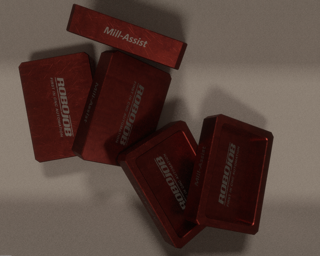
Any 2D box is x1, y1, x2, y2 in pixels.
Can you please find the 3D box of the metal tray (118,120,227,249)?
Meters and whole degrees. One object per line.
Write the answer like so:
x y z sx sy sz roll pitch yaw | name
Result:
0.019 0.067 0.383 0.091 0.030 0.130 -33 100 -24 | metal tray

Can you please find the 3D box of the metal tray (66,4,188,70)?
-0.034 -0.107 0.376 0.131 0.090 0.030 19 103 -1 | metal tray

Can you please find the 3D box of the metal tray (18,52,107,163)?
-0.125 -0.027 0.407 0.091 0.030 0.129 -10 90 -1 | metal tray

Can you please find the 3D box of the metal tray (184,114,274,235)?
0.087 0.057 0.382 0.091 0.030 0.129 18 78 -23 | metal tray

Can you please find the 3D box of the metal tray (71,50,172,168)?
-0.045 -0.019 0.383 0.091 0.030 0.129 17 90 -38 | metal tray
